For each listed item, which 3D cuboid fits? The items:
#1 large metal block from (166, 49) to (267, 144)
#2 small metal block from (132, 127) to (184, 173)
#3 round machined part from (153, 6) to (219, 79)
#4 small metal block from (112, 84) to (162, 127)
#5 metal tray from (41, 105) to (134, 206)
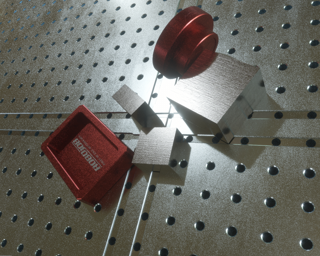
[{"bbox_3d":[0.069,-0.041,0.380,0.080,0.050,0.080,32,79,37],"label":"large metal block"},{"bbox_3d":[-0.002,0.027,0.392,0.050,0.025,0.050,0,62,28],"label":"small metal block"},{"bbox_3d":[0.039,-0.104,0.408,0.042,0.098,0.098,41,84,19],"label":"round machined part"},{"bbox_3d":[-0.032,-0.027,0.424,0.025,0.050,0.050,-45,51,-3],"label":"small metal block"},{"bbox_3d":[-0.103,0.033,0.436,0.090,0.030,0.130,-47,52,-5],"label":"metal tray"}]
